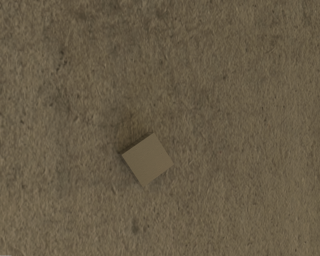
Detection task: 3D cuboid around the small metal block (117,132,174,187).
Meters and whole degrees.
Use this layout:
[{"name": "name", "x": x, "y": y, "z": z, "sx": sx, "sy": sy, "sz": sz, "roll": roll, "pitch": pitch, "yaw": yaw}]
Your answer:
[{"name": "small metal block", "x": -0.019, "y": 0.040, "z": 0.402, "sx": 0.050, "sy": 0.025, "sz": 0.050, "roll": -35, "pitch": 101, "yaw": -17}]
